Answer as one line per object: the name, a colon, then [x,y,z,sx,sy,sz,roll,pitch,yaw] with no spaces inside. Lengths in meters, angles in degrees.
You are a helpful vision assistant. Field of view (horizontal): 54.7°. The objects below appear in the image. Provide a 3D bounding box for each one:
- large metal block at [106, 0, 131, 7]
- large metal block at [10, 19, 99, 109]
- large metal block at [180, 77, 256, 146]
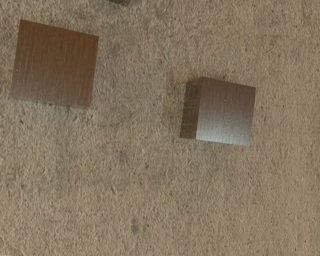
large metal block: [-0.047,-0.202,0.362,0.050,0.080,0.080,11,87,-20]
large metal block: [-0.118,-0.067,0.352,0.081,0.050,0.080,7,88,-20]
large metal block: [0.078,-0.020,0.424,0.081,0.050,0.080,8,88,-20]
